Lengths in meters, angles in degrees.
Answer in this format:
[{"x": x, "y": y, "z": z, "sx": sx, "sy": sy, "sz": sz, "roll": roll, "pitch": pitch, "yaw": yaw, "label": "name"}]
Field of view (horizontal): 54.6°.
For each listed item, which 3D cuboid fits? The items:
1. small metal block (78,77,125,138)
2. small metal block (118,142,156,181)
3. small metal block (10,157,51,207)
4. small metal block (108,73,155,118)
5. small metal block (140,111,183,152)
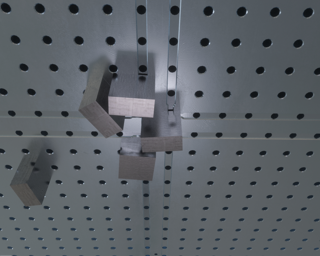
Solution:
[{"x": -0.067, "y": -0.025, "z": 0.374, "sx": 0.025, "sy": 0.050, "sz": 0.050, "roll": -25, "pitch": 126, "yaw": 20, "label": "small metal block"}, {"x": -0.034, "y": 0.050, "z": 0.454, "sx": 0.050, "sy": 0.025, "sz": 0.050, "roll": 5, "pitch": 130, "yaw": -5, "label": "small metal block"}, {"x": -0.191, "y": 0.080, "z": 0.462, "sx": 0.025, "sy": 0.050, "sz": 0.050, "roll": -7, "pitch": 130, "yaw": 6, "label": "small metal block"}, {"x": -0.032, "y": -0.039, "z": 0.362, "sx": 0.050, "sy": 0.050, "sz": 0.025, "roll": 4, "pitch": 130, "yaw": -4, "label": "small metal block"}, {"x": 0.002, "y": 0.004, "z": 0.398, "sx": 0.050, "sy": 0.050, "sz": 0.025, "roll": -3, "pitch": 130, "yaw": 2, "label": "small metal block"}]
